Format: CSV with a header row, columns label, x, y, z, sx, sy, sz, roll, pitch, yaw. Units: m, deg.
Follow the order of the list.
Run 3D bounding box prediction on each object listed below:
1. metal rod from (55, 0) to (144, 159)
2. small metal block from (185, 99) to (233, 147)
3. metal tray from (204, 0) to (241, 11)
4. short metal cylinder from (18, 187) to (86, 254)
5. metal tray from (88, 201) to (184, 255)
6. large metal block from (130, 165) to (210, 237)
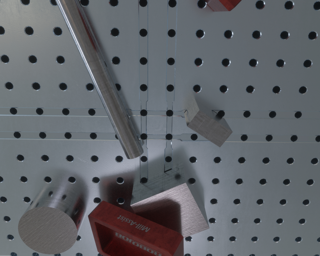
label,x,y,z,sx,sy,sz,roll,pitch,yaw
metal rod,-0.086,-0.095,0.377,0.025,0.025,0.299,-19,109,7
small metal block,0.061,-0.007,0.398,0.050,0.050,0.025,32,107,-11
metal tray,0.100,-0.178,0.313,0.030,0.090,0.130,42,105,-14
short metal cylinder,-0.154,0.133,0.448,0.081,0.050,0.079,0,110,0
metal tray,-0.032,0.161,0.426,0.130,0.030,0.089,15,129,25
large metal block,0.014,0.111,0.441,0.080,0.050,0.080,-24,109,8
